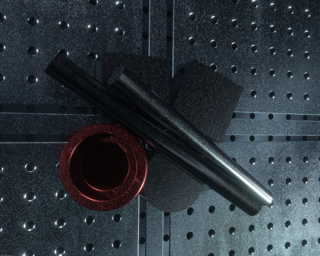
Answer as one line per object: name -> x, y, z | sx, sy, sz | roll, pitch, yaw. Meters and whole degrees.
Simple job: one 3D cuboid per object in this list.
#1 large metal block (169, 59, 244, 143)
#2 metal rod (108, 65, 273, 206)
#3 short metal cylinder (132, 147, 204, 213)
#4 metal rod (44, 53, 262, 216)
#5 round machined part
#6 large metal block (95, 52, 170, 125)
large metal block -> 0.052, -0.034, 0.414 | 0.080, 0.050, 0.080 | 26, 82, -18
metal rod -> 0.057, 0.026, 0.390 | 0.301, 0.025, 0.025 | 38, 78, -31
short metal cylinder -> 0.009, 0.062, 0.398 | 0.081, 0.050, 0.079 | 0, 90, -20
metal rod -> 0.007, 0.019, 0.357 | 0.301, 0.025, 0.025 | 36, 78, -18
round machined part -> -0.062, 0.045, 0.365 | 0.099, 0.042, 0.097 | 0, 87, 3
large metal block -> -0.035, -0.044, 0.379 | 0.081, 0.050, 0.079 | 1, 90, -20
